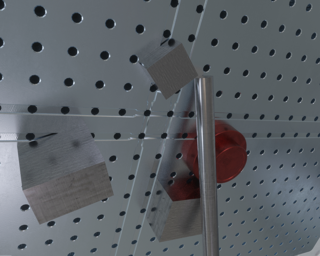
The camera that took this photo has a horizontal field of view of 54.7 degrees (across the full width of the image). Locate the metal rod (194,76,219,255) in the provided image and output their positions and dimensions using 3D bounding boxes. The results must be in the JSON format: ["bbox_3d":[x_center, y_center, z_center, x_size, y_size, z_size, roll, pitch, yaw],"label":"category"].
[{"bbox_3d":[0.069,0.076,0.443,0.025,0.025,0.298,-12,107,-22],"label":"metal rod"}]

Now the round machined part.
[{"bbox_3d":[0.095,0.047,0.481,0.099,0.042,0.097,-14,124,-21],"label":"round machined part"}]

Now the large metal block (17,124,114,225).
[{"bbox_3d":[-0.107,0.047,0.347,0.081,0.080,0.050,-19,126,-17],"label":"large metal block"}]

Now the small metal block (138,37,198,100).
[{"bbox_3d":[0.011,-0.071,0.373,0.050,0.025,0.050,-38,129,-3],"label":"small metal block"}]

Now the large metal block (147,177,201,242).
[{"bbox_3d":[0.033,0.127,0.492,0.081,0.050,0.079,1,118,-29],"label":"large metal block"}]
